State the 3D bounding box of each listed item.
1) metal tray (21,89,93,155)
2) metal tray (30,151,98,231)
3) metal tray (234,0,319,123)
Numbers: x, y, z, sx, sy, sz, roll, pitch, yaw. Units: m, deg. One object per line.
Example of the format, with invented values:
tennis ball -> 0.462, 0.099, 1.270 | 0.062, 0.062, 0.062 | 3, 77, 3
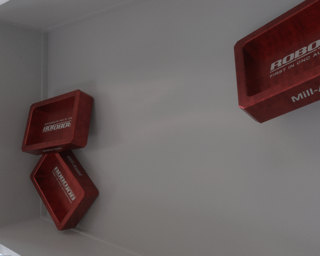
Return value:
metal tray -> -0.174, -0.006, 0.521 | 0.130, 0.030, 0.090 | -10, 66, 32
metal tray -> -0.169, 0.098, 0.537 | 0.130, 0.030, 0.090 | 47, 111, 30
metal tray -> 0.130, -0.068, 0.269 | 0.130, 0.030, 0.090 | -26, 44, 37
